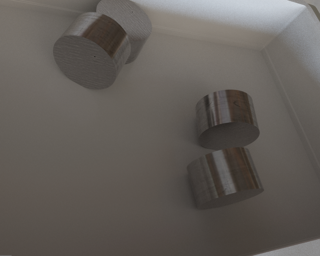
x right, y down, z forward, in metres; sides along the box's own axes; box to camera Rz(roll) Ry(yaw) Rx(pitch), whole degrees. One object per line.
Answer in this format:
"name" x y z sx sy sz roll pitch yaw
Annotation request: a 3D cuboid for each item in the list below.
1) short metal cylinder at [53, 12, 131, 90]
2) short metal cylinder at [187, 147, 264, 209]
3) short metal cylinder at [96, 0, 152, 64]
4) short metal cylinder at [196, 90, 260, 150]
"short metal cylinder" -0.083 -0.094 0.384 0.080 0.080 0.050 29 52 -11
"short metal cylinder" 0.078 0.063 0.376 0.081 0.080 0.050 0 62 -29
"short metal cylinder" -0.058 -0.139 0.444 0.081 0.050 0.080 14 56 -21
"short metal cylinder" 0.091 -0.009 0.427 0.081 0.080 0.050 12 57 -22
